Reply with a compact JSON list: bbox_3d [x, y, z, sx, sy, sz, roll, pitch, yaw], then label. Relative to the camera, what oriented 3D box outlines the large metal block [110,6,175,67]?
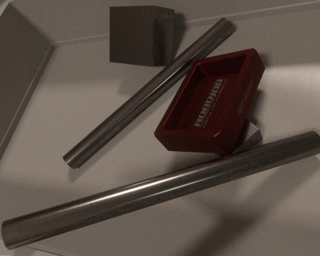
[{"bbox_3d":[-0.028,-0.136,0.461,0.080,0.050,0.079,13,109,33],"label":"large metal block"}]

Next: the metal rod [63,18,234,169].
[{"bbox_3d":[-0.016,-0.049,0.442,0.300,0.025,0.025,-41,51,-1],"label":"metal rod"}]

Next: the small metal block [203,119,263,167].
[{"bbox_3d":[0.080,0.009,0.357,0.050,0.025,0.050,-42,51,-1],"label":"small metal block"}]

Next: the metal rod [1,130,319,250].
[{"bbox_3d":[0.014,0.053,0.290,0.302,0.025,0.025,-15,52,-10],"label":"metal rod"}]

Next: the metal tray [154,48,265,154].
[{"bbox_3d":[0.059,-0.032,0.362,0.090,0.030,0.130,-1,50,44],"label":"metal tray"}]
